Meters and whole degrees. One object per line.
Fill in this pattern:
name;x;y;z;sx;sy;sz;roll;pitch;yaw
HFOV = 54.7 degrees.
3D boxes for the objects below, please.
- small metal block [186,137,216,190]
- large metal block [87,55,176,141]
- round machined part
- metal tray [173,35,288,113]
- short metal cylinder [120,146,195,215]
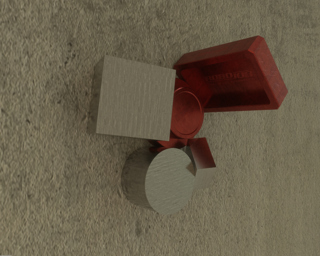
small metal block;0.053;0.049;0.422;0.025;0.050;0.050;-5;139;-10
large metal block;-0.033;-0.029;0.348;0.081;0.050;0.080;7;85;-23
round machined part;0.021;-0.019;0.416;0.099;0.042;0.097;0;90;-40
metal tray;0.090;-0.065;0.414;0.030;0.130;0.090;-52;121;-28
short metal cylinder;-0.002;0.064;0.391;0.081;0.050;0.079;0;90;-40
